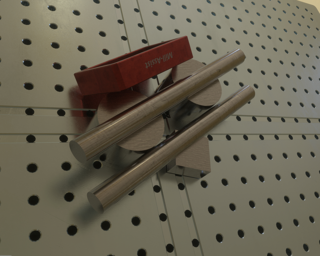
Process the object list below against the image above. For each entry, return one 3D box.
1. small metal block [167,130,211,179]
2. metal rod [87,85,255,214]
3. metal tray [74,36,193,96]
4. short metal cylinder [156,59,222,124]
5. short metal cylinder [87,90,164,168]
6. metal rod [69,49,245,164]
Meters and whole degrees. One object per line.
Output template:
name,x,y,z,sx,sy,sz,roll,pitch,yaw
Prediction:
small metal block,0.037,0.035,0.407,0.050,0.025,0.050,14,56,-21
metal rod,0.038,0.008,0.391,0.302,0.025,0.025,-33,80,-38
metal tray,-0.031,-0.081,0.398,0.131,0.090,0.030,-33,112,-38
short metal cylinder,0.041,-0.053,0.449,0.081,0.050,0.080,14,56,-21
short metal cylinder,-0.042,0.001,0.370,0.081,0.050,0.080,14,56,-21
metal rod,0.021,-0.044,0.382,0.302,0.025,0.025,-34,81,-38
